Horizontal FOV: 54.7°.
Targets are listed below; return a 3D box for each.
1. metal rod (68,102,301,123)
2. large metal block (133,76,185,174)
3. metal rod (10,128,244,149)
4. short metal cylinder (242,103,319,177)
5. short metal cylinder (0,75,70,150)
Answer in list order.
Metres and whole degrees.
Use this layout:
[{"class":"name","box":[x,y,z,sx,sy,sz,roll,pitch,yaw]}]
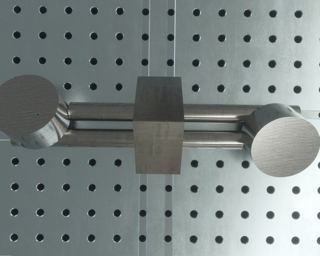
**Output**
[{"class":"metal rod","box":[0.032,-0.020,0.413,0.302,0.025,0.025,1,90,0]},{"class":"large metal block","box":[-0.001,-0.004,0.356,0.050,0.080,0.079,1,132,0]},{"class":"metal rod","box":[-0.042,0.014,0.412,0.302,0.025,0.025,1,90,0]},{"class":"short metal cylinder","box":[0.148,0.014,0.389,0.081,0.050,0.079,0,112,0]},{"class":"short metal cylinder","box":[-0.159,-0.019,0.385,0.081,0.050,0.080,0,67,-1]}]
